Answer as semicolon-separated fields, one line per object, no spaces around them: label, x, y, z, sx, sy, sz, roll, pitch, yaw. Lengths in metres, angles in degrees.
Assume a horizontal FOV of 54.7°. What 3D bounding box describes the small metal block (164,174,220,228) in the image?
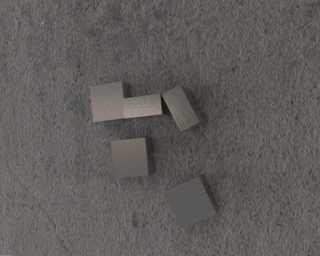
small metal block;0.041;0.092;0.394;0.050;0.025;0.050;-27;81;18

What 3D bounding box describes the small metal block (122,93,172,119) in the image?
small metal block;-0.014;-0.027;0.400;0.050;0.050;0.025;-6;88;20

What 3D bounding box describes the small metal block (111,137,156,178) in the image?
small metal block;-0.036;0.040;0.422;0.050;0.025;0.050;-6;88;19

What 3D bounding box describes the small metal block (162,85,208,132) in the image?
small metal block;0.032;-0.023;0.384;0.025;0.050;0.050;-30;81;18

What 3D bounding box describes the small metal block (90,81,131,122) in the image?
small metal block;-0.067;-0.035;0.433;0.050;0.025;0.050;-7;88;19
